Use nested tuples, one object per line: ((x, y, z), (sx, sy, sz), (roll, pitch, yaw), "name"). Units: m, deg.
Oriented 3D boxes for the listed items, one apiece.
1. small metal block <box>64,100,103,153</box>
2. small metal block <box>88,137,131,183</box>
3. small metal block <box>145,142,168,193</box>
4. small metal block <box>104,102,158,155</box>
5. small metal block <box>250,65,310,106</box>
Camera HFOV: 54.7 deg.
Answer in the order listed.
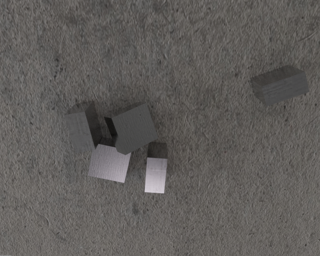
((-0.096, -0.003, 0.394), (0.025, 0.050, 0.050), (-10, 110, 4), "small metal block")
((-0.068, 0.043, 0.425), (0.050, 0.025, 0.050), (12, 110, -5), "small metal block")
((-0.005, 0.052, 0.415), (0.025, 0.050, 0.050), (4, 110, -2), "small metal block")
((-0.036, 0.000, 0.396), (0.050, 0.025, 0.050), (-27, 109, -26), "small metal block")
((0.144, -0.053, 0.378), (0.050, 0.050, 0.025), (-19, 109, 7), "small metal block")
